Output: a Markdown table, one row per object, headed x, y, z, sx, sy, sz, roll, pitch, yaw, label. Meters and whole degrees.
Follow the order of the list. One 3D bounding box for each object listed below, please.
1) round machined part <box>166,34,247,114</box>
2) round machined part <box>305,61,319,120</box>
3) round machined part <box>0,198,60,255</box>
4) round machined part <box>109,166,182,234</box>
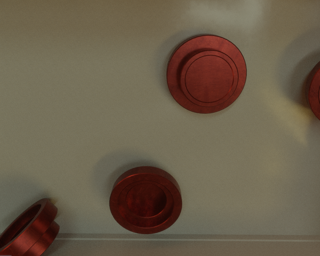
| x | y | z | sx | sy | sz | roll | pitch | yaw | label |
| --- | --- | --- | --- | --- | --- | --- | --- | --- | --- |
| 0.057 | -0.063 | 0.379 | 0.099 | 0.042 | 0.097 | 0 | 110 | 0 | round machined part |
| 0.230 | -0.050 | 0.379 | 0.098 | 0.042 | 0.097 | 4 | 112 | 11 | round machined part |
| -0.179 | 0.148 | 0.425 | 0.098 | 0.098 | 0.042 | -35 | 106 | 12 | round machined part |
| -0.019 | 0.097 | 0.438 | 0.099 | 0.042 | 0.097 | 0 | 110 | 0 | round machined part |
